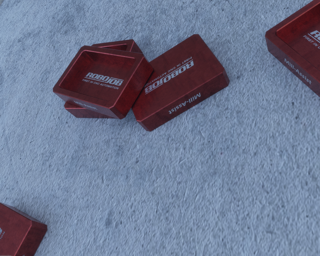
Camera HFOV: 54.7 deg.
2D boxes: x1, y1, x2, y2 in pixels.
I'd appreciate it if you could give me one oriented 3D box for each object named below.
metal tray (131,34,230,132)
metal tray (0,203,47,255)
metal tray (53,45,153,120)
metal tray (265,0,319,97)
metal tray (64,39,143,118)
[{"bbox_3d":[0.018,-0.064,0.431,0.130,0.030,0.090,-31,52,8],"label":"metal tray"},{"bbox_3d":[-0.217,0.174,0.408,0.090,0.030,0.130,12,68,33],"label":"metal tray"},{"bbox_3d":[-0.085,-0.070,0.448,0.130,0.030,0.090,17,71,34],"label":"metal tray"},{"bbox_3d":[0.196,-0.091,0.353,0.090,0.030,0.130,-33,51,6],"label":"metal tray"},{"bbox_3d":[-0.089,-0.079,0.495,0.090,0.030,0.130,2,62,29],"label":"metal tray"}]
